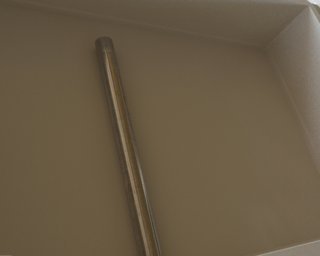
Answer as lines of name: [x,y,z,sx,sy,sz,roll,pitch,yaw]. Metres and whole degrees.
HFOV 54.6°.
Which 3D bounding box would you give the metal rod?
metal rod: [-0.042,0.012,0.374,0.025,0.025,0.299,-1,62,-29]
